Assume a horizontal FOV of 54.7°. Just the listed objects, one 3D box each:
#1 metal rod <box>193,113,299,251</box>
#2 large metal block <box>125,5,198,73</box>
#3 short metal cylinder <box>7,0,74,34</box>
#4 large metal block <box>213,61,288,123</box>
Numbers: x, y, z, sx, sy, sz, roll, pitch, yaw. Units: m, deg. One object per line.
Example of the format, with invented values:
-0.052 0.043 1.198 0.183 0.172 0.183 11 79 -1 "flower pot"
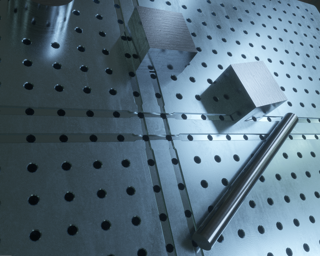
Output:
0.139 0.057 0.450 0.025 0.025 0.302 48 51 4 "metal rod"
0.000 -0.134 0.476 0.081 0.050 0.080 -3 63 -30 "large metal block"
-0.158 -0.173 0.413 0.081 0.050 0.080 14 56 -21 "short metal cylinder"
0.149 -0.061 0.512 0.081 0.050 0.080 -13 69 -34 "large metal block"
